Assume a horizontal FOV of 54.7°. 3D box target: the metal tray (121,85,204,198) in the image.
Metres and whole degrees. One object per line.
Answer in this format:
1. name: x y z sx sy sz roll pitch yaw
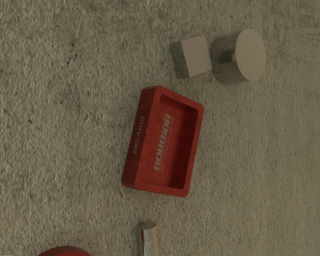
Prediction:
1. metal tray: 0.007 0.020 0.407 0.091 0.030 0.129 20 78 -38

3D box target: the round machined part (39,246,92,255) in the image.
1. round machined part: -0.097 0.175 0.313 0.099 0.042 0.097 0 90 -40

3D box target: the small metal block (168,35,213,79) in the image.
1. small metal block: 0.044 -0.101 0.441 0.050 0.025 0.050 -26 106 -37

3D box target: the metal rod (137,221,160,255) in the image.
1. metal rod: -0.003 0.271 0.402 0.025 0.025 0.298 -9 96 -40

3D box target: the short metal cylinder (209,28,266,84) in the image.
1. short metal cylinder: 0.124 -0.112 0.492 0.081 0.050 0.080 0 90 -40
